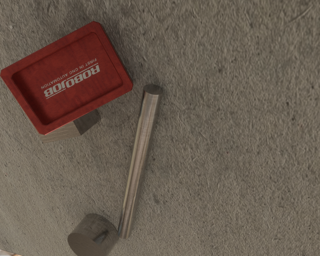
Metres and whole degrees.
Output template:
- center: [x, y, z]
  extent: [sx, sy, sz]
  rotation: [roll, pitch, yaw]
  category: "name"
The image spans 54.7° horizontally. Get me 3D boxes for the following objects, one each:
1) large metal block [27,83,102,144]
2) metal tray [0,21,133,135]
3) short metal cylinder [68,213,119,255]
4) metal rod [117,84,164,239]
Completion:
- center: [-0.145, -0.029, 0.447]
  extent: [0.080, 0.050, 0.080]
  rotation: [-11, 113, 32]
  category: "large metal block"
- center: [-0.110, -0.060, 0.379]
  extent: [0.130, 0.030, 0.090]
  rotation: [-27, 106, 2]
  category: "metal tray"
- center: [-0.125, 0.209, 0.583]
  extent: [0.080, 0.050, 0.079]
  rotation: [13, 124, 20]
  category: "short metal cylinder"
- center: [-0.036, 0.070, 0.467]
  extent: [0.025, 0.025, 0.298]
  rotation: [23, 127, 13]
  category: "metal rod"
